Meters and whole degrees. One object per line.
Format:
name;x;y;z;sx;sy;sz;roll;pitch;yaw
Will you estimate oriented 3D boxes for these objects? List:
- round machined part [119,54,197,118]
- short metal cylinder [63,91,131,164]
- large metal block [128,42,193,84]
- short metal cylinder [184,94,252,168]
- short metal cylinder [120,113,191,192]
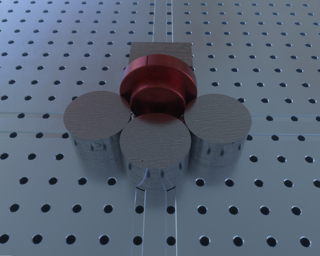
round machined part;-0.002;-0.041;0.392;0.099;0.097;0.042;1;50;1
short metal cylinder;-0.075;-0.002;0.392;0.081;0.050;0.080;0;50;0
large metal block;0.001;-0.071;0.431;0.081;0.080;0.050;1;50;0
short metal cylinder;0.069;0.003;0.390;0.081;0.050;0.080;0;50;0
short metal cylinder;-0.005;0.028;0.368;0.081;0.050;0.080;0;50;0
